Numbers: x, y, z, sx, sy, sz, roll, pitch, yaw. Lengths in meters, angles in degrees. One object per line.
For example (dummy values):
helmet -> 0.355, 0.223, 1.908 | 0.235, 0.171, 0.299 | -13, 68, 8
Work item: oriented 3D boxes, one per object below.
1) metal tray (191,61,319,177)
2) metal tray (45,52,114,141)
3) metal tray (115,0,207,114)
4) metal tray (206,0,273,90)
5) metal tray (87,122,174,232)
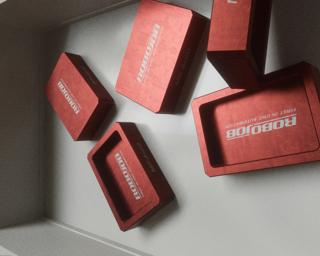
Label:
metal tray -> 0.101, -0.003, 0.319 | 0.130, 0.030, 0.090 | -17, 80, 38
metal tray -> -0.138, -0.052, 0.515 | 0.130, 0.030, 0.090 | 51, 119, 27
metal tray -> -0.003, -0.093, 0.405 | 0.090, 0.030, 0.129 | 31, 109, 35
metal tray -> 0.075, -0.107, 0.271 | 0.030, 0.090, 0.129 | 5, 83, 26
metal tray -> -0.046, 0.067, 0.439 | 0.090, 0.030, 0.130 | -45, 63, 30
